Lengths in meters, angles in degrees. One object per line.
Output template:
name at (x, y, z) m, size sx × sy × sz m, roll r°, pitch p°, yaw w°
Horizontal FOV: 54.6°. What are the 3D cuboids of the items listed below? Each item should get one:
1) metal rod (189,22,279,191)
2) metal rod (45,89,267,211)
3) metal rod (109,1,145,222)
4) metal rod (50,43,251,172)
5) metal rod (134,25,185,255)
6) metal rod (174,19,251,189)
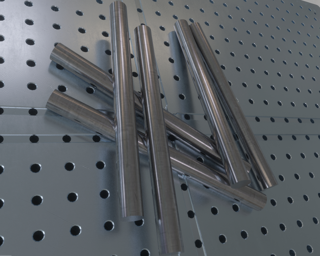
metal rod at (0.107, -0.047, 0.493) m, size 0.025 × 0.025 × 0.299 m, roll -7°, pitch 65°, yaw -31°
metal rod at (0.005, 0.033, 0.389) m, size 0.301 × 0.025 × 0.025 m, roll 27°, pitch 52°, yaw -11°
metal rod at (-0.044, -0.042, 0.375) m, size 0.025 × 0.025 × 0.299 m, roll 7°, pitch 59°, yaw -25°
metal rod at (-0.007, -0.019, 0.415) m, size 0.301 × 0.025 × 0.025 m, roll 32°, pitch 52°, yaw -7°
metal rod at (-0.007, -0.007, 0.374) m, size 0.025 × 0.025 × 0.299 m, roll 6°, pitch 59°, yaw -25°
metal rod at (0.067, -0.054, 0.456) m, size 0.025 × 0.025 × 0.299 m, roll 4°, pitch 54°, yaw -26°
